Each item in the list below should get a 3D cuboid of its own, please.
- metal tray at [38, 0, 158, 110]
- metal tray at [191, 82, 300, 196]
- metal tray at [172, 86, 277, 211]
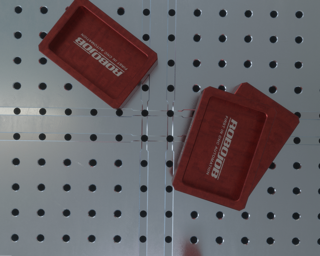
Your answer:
[{"bbox_3d":[-0.079,-0.097,0.410,0.130,0.030,0.090,38,90,0],"label":"metal tray"},{"bbox_3d":[0.108,0.017,0.412,0.090,0.030,0.130,34,90,0],"label":"metal tray"},{"bbox_3d":[0.076,0.024,0.380,0.090,0.030,0.129,18,90,0],"label":"metal tray"}]
